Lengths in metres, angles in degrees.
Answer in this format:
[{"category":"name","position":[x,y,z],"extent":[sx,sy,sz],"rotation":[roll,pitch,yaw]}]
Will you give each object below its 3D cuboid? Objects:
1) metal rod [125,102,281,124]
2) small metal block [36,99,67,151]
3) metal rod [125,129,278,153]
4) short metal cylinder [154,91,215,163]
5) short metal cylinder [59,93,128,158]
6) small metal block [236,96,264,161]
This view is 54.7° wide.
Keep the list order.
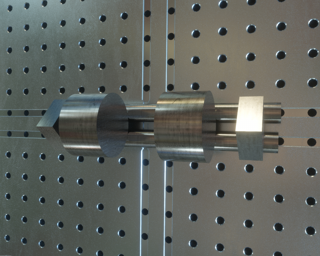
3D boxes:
[{"category":"metal rod","position":[0.000,-0.020,0.413],"extent":[0.301,0.025,0.025],"rotation":[1,91,19]},{"category":"small metal block","position":[-0.133,-0.004,0.422],"extent":[0.025,0.050,0.050],"rotation":[1,48,20]},{"category":"metal rod","position":[-0.003,0.015,0.414],"extent":[0.301,0.025,0.025],"rotation":[1,91,19]},{"category":"short metal cylinder","position":[0.031,-0.002,0.349],"extent":[0.050,0.080,0.079],"rotation":[1,90,20]},{"category":"short metal cylinder","position":[-0.080,-0.004,0.388],"extent":[0.050,0.080,0.079],"rotation":[1,90,20]},{"category":"small metal block","position":[0.100,0.001,0.340],"extent":[0.025,0.050,0.050],"rotation":[1,49,20]}]
